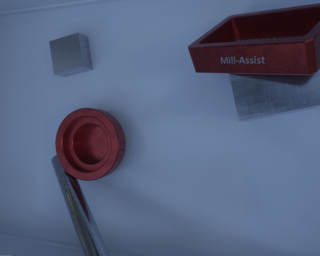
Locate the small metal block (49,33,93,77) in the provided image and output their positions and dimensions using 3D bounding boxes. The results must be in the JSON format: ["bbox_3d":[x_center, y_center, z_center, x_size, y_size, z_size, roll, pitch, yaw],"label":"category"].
[{"bbox_3d":[-0.131,-0.106,0.455,0.050,0.025,0.050,-10,87,19],"label":"small metal block"}]

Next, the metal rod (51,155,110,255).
[{"bbox_3d":[-0.081,0.128,0.358,0.025,0.025,0.300,-53,44,12],"label":"metal rod"}]

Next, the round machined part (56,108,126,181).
[{"bbox_3d":[-0.092,0.022,0.433,0.098,0.042,0.097,0,90,19],"label":"round machined part"}]

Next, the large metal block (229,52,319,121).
[{"bbox_3d":[0.125,-0.039,0.337,0.080,0.080,0.050,-12,86,19],"label":"large metal block"}]

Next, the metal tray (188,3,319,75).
[{"bbox_3d":[0.105,-0.090,0.314,0.130,0.090,0.030,12,134,45],"label":"metal tray"}]
